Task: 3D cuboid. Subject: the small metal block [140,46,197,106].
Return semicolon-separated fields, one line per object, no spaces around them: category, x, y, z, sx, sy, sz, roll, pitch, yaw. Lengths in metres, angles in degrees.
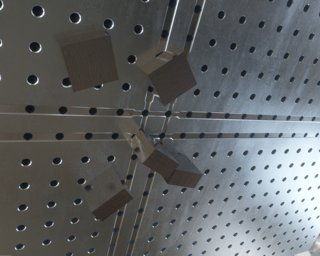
small metal block;0.011;-0.063;0.380;0.050;0.025;0.050;-35;129;-6

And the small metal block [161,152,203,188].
small metal block;0.025;0.059;0.447;0.050;0.050;0.025;16;110;-35

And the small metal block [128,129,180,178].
small metal block;-0.008;0.034;0.413;0.025;0.050;0.050;-48;129;6

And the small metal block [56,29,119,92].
small metal block;-0.075;-0.071;0.327;0.050;0.025;0.050;-19;126;-18

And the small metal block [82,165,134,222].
small metal block;-0.070;0.086;0.411;0.050;0.050;0.025;-36;130;-5
